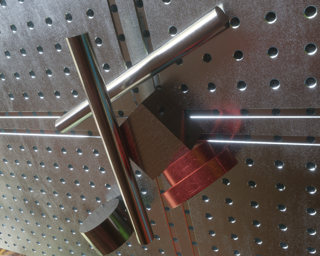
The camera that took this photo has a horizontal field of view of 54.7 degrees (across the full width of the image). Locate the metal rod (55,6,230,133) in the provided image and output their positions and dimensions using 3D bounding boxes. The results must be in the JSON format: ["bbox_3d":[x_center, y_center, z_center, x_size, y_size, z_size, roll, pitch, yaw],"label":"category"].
[{"bbox_3d":[-0.045,-0.057,0.398,0.299,0.025,0.025,-26,104,36],"label":"metal rod"}]

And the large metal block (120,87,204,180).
[{"bbox_3d":[-0.005,0.008,0.402,0.080,0.050,0.080,44,129,-3],"label":"large metal block"}]

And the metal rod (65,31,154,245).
[{"bbox_3d":[-0.055,0.031,0.393,0.025,0.025,0.298,0,118,28],"label":"metal rod"}]

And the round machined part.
[{"bbox_3d":[0.042,0.052,0.376,0.098,0.099,0.042,-43,77,39],"label":"round machined part"}]

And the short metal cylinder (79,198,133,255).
[{"bbox_3d":[-0.087,0.165,0.522,0.080,0.080,0.050,-26,104,37],"label":"short metal cylinder"}]
